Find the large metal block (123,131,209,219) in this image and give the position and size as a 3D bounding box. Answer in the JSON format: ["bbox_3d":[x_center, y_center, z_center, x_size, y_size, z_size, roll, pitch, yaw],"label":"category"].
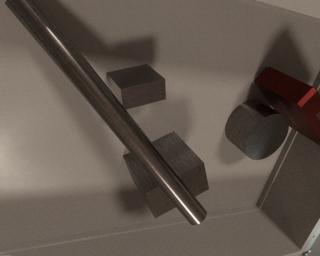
[{"bbox_3d":[0.007,0.059,0.415,0.080,0.080,0.050,-25,128,-13],"label":"large metal block"}]

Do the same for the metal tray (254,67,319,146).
[{"bbox_3d":[0.206,-0.029,0.463,0.030,0.090,0.130,-48,129,5],"label":"metal tray"}]

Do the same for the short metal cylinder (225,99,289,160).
[{"bbox_3d":[0.149,0.002,0.478,0.081,0.050,0.079,-14,125,-21],"label":"short metal cylinder"}]

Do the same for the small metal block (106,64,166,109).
[{"bbox_3d":[-0.027,-0.048,0.349,0.050,0.050,0.025,-16,125,-20],"label":"small metal block"}]

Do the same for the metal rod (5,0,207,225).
[{"bbox_3d":[-0.040,-0.004,0.323,0.025,0.025,0.300,-38,110,-3],"label":"metal rod"}]
